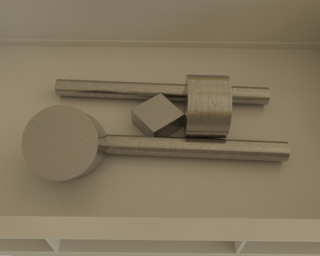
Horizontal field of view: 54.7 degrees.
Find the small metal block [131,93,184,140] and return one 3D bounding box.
[{"bbox_3d":[-0.003,-0.013,0.414,0.050,0.025,0.050,-31,57,-24],"label":"small metal block"}]

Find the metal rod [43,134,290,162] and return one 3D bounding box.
[{"bbox_3d":[0.004,0.023,0.383,0.302,0.025,0.025,2,50,1],"label":"metal rod"}]

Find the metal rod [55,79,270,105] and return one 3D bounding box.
[{"bbox_3d":[0.003,-0.052,0.446,0.302,0.025,0.025,3,50,1],"label":"metal rod"}]

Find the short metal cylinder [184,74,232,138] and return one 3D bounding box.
[{"bbox_3d":[0.057,-0.027,0.391,0.050,0.080,0.080,1,50,1],"label":"short metal cylinder"}]

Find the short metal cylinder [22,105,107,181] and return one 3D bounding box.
[{"bbox_3d":[-0.104,0.018,0.348,0.081,0.050,0.080,0,84,1],"label":"short metal cylinder"}]
